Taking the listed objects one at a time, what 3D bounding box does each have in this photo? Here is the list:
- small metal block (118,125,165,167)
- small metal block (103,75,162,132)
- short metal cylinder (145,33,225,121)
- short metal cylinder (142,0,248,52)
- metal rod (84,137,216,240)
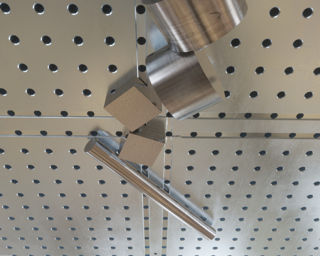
[{"bbox_3d":[-0.026,0.023,0.431,0.050,0.025,0.050,17,128,-15],"label":"small metal block"},{"bbox_3d":[-0.033,-0.029,0.386,0.050,0.025,0.050,-33,123,24],"label":"small metal block"},{"bbox_3d":[0.028,-0.054,0.329,0.050,0.080,0.080,-27,125,20],"label":"short metal cylinder"},{"bbox_3d":[0.031,-0.114,0.279,0.080,0.080,0.050,-24,126,19],"label":"short metal cylinder"},{"bbox_3d":[-0.001,0.111,0.505,0.025,0.025,0.300,-32,124,24],"label":"metal rod"}]
